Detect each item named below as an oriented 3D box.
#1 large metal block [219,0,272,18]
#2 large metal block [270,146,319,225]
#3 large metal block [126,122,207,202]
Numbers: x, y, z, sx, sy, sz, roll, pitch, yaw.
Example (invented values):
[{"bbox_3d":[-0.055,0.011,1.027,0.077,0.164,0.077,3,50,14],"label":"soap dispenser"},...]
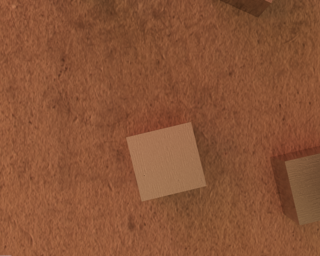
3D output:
[{"bbox_3d":[0.114,-0.204,0.399,0.080,0.050,0.080,24,90,-1],"label":"large metal block"},{"bbox_3d":[0.199,0.070,0.400,0.080,0.050,0.080,-13,90,-1],"label":"large metal block"},{"bbox_3d":[0.008,0.040,0.398,0.080,0.050,0.080,-14,90,-1],"label":"large metal block"}]
